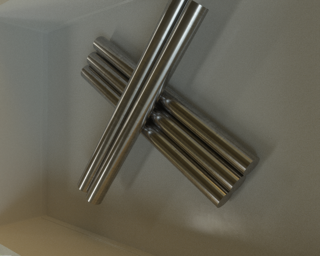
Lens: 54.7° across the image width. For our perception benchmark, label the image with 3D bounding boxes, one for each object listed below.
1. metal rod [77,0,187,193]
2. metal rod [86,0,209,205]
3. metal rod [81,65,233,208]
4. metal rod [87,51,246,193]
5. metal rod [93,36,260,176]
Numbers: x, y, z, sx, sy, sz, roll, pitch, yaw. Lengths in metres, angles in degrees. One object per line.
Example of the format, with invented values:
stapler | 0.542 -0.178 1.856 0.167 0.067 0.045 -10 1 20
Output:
metal rod | -0.043 -0.031 0.408 0.025 0.025 0.298 45 117 31
metal rod | -0.027 -0.016 0.395 0.025 0.025 0.298 45 117 31
metal rod | -0.022 -0.006 0.423 0.300 0.025 0.025 42 116 32
metal rod | -0.010 -0.025 0.413 0.300 0.025 0.025 42 116 32
metal rod | 0.002 -0.045 0.404 0.300 0.025 0.025 42 116 31
